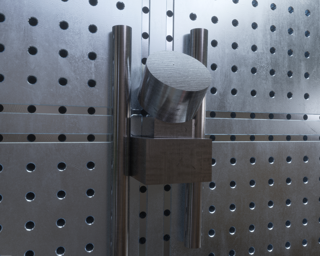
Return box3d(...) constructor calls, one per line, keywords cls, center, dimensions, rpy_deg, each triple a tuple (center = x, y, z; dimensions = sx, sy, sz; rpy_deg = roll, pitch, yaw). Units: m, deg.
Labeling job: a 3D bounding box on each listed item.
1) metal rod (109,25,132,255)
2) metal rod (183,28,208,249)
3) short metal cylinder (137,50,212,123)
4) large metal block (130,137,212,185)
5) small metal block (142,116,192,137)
box3d(cls="metal rod", center=(-0.050, 0.022, 0.394), dimensions=(0.025, 0.025, 0.298), rpy_deg=(1, 90, -20))
box3d(cls="metal rod", center=(0.050, 0.013, 0.431), dimensions=(0.025, 0.025, 0.298), rpy_deg=(2, 89, -20))
box3d(cls="short metal cylinder", center=(0.017, -0.052, 0.382), dimensions=(0.081, 0.050, 0.080), rpy_deg=(11, 43, -10))
box3d(cls="large metal block", center=(0.009, 0.037, 0.384), dimensions=(0.081, 0.080, 0.050), rpy_deg=(1, 90, -20))
box3d(cls="small metal block", center=(0.008, -0.001, 0.402), dimensions=(0.050, 0.050, 0.025), rpy_deg=(1, 90, -21))
